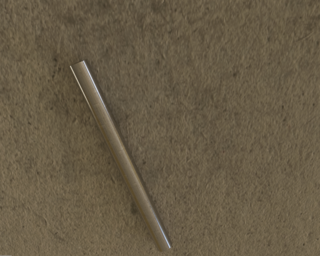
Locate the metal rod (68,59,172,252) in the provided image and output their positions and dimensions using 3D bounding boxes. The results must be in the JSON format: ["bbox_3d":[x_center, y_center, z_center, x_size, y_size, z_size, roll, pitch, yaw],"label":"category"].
[{"bbox_3d":[-0.047,0.050,0.427,0.025,0.025,0.299,-20,109,7],"label":"metal rod"}]
